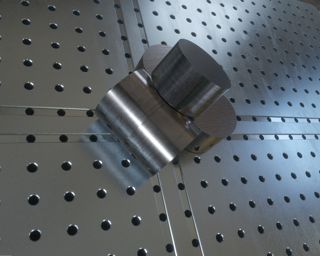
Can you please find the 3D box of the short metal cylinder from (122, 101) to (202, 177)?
[{"bbox_3d":[0.003,0.013,0.368,0.050,0.080,0.080,47,51,4],"label":"short metal cylinder"}]

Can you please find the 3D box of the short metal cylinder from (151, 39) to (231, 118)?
[{"bbox_3d":[0.037,-0.059,0.367,0.080,0.050,0.080,31,32,-22],"label":"short metal cylinder"}]

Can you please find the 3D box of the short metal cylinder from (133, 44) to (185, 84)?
[{"bbox_3d":[0.004,-0.071,0.437,0.081,0.050,0.080,14,56,-21],"label":"short metal cylinder"}]

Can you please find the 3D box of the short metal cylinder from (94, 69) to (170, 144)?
[{"bbox_3d":[-0.031,-0.025,0.373,0.050,0.080,0.080,47,51,4],"label":"short metal cylinder"}]

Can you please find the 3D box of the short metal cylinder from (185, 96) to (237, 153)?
[{"bbox_3d":[0.058,-0.012,0.431,0.081,0.050,0.080,14,56,-21],"label":"short metal cylinder"}]
